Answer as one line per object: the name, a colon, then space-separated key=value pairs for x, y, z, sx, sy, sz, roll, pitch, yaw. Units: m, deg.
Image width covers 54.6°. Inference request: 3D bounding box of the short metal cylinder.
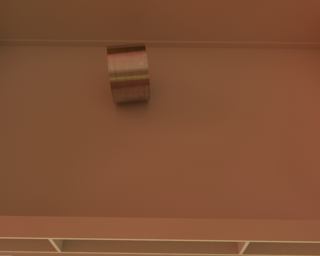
short metal cylinder: x=-0.044 y=-0.076 z=0.433 sx=0.050 sy=0.080 sz=0.080 roll=-6 pitch=50 yaw=-5
